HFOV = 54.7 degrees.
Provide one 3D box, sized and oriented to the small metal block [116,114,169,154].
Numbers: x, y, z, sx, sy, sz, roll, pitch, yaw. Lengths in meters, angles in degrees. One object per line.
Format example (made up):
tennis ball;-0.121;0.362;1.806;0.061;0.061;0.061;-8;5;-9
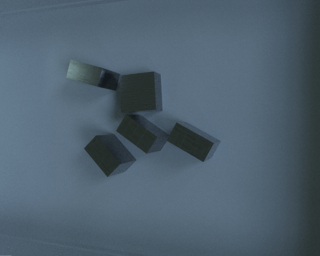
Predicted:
small metal block;-0.021;0.007;0.404;0.050;0.050;0.025;35;102;16

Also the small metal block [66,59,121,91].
small metal block;-0.091;-0.072;0.429;0.050;0.050;0.025;18;96;19

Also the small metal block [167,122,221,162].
small metal block;0.043;0.016;0.382;0.050;0.050;0.025;30;100;17

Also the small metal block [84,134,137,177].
small metal block;-0.066;0.036;0.421;0.025;0.050;0.050;-46;76;14

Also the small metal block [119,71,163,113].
small metal block;-0.026;-0.047;0.419;0.050;0.025;0.050;-3;89;20
